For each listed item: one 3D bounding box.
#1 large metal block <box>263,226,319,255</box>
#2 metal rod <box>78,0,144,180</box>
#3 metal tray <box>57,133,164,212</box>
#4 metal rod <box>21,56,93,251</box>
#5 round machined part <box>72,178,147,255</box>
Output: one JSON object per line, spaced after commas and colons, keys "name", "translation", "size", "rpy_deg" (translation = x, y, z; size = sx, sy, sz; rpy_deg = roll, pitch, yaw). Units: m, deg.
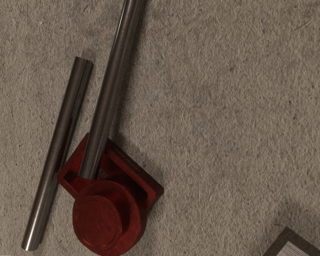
{"name": "large metal block", "translation": [0.152, 0.172, 0.342], "size": [0.080, 0.050, 0.080], "rpy_deg": [36, 101, 16]}
{"name": "metal rod", "translation": [-0.057, -0.081, 0.409], "size": [0.025, 0.025, 0.298], "rpy_deg": [13, 87, 19]}
{"name": "metal tray", "translation": [-0.071, 0.078, 0.430], "size": [0.130, 0.030, 0.090], "rpy_deg": [40, 102, 15]}
{"name": "metal rod", "translation": [-0.155, 0.042, 0.461], "size": [0.025, 0.025, 0.298], "rpy_deg": [20, 96, 18]}
{"name": "round machined part", "translation": [-0.070, 0.115, 0.391], "size": [0.098, 0.042, 0.097], "rpy_deg": [0, 90, 19]}
